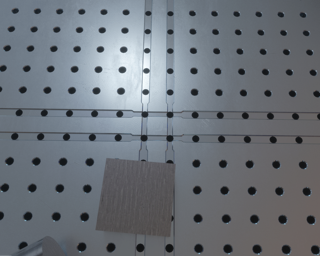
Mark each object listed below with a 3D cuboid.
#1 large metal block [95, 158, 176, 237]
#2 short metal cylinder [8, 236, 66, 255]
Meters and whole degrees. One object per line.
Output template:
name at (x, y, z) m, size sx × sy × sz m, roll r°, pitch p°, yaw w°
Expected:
large metal block at (-0.025, 0.084, 0.368) m, size 0.080 × 0.050 × 0.080 m, roll 5°, pitch 70°, yaw 1°
short metal cylinder at (-0.126, 0.162, 0.322) m, size 0.050 × 0.080 × 0.080 m, roll -26°, pitch 72°, yaw -9°
